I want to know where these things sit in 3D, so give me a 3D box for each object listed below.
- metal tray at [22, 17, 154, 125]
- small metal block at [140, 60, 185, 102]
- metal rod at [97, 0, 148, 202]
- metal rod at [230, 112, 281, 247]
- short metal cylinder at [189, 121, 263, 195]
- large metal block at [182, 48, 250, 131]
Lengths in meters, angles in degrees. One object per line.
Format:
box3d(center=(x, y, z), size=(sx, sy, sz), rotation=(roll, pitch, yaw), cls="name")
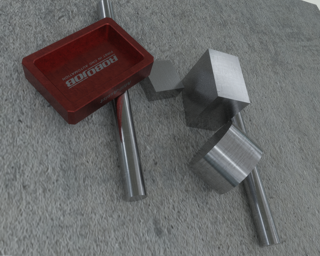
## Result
box3d(center=(-0.084, -0.074, 0.378), size=(0.090, 0.030, 0.131), rotation=(45, 61, 12), cls="metal tray")
box3d(center=(0.000, -0.069, 0.447), size=(0.050, 0.025, 0.050), rotation=(-13, 69, -34), cls="small metal block")
box3d(center=(-0.055, -0.054, 0.407), size=(0.025, 0.025, 0.299), rotation=(2, 61, -28), cls="metal rod")
box3d(center=(0.119, 0.017, 0.460), size=(0.025, 0.025, 0.299), rotation=(6, 59, -26), cls="metal rod")
box3d(center=(0.082, 0.037, 0.392), size=(0.050, 0.080, 0.080), rotation=(43, 51, 1), cls="short metal cylinder")
box3d(center=(0.075, -0.052, 0.442), size=(0.050, 0.080, 0.080), rotation=(9, 58, -24), cls="large metal block")
